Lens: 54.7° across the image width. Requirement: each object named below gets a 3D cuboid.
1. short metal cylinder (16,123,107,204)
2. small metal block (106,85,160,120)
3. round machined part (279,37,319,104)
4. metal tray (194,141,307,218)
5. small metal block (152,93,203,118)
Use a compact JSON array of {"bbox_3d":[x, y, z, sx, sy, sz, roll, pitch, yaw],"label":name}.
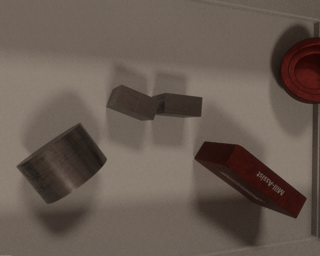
[{"bbox_3d":[-0.107,0.037,0.342,0.080,0.080,0.050,-37,103,-16],"label":"short metal cylinder"},{"bbox_3d":[-0.035,-0.030,0.385,0.050,0.050,0.025,21,83,-19],"label":"small metal block"},{"bbox_3d":[0.234,-0.084,0.474,0.098,0.042,0.097,-2,83,13],"label":"round machined part"},{"bbox_3d":[0.120,0.068,0.422,0.130,0.090,0.030,37,78,-17],"label":"metal tray"},{"bbox_3d":[0.021,-0.029,0.406,0.050,0.050,0.025,5,89,-20],"label":"small metal block"}]
